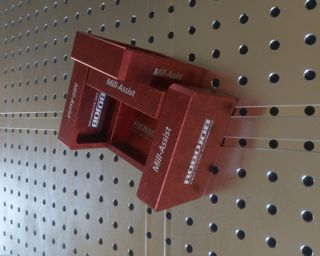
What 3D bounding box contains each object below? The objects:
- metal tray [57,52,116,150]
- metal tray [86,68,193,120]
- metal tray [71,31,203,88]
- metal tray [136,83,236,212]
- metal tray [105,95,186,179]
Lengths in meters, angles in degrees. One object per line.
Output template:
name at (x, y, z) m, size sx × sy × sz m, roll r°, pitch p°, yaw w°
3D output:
metal tray at (-0.085, -0.036, 0.438) m, size 0.030 × 0.091 × 0.129 m, roll 27°, pitch 107°, yaw 36°
metal tray at (-0.015, -0.046, 0.380) m, size 0.130 × 0.091 × 0.030 m, roll 28°, pitch 108°, yaw 36°
metal tray at (-0.022, -0.075, 0.360) m, size 0.090 × 0.131 × 0.030 m, roll 28°, pitch 108°, yaw 36°
metal tray at (0.031, 0.021, 0.342) m, size 0.030 × 0.091 × 0.129 m, roll 27°, pitch 107°, yaw 37°
metal tray at (-0.013, 0.010, 0.417) m, size 0.130 × 0.030 × 0.089 m, roll 28°, pitch 107°, yaw 36°
